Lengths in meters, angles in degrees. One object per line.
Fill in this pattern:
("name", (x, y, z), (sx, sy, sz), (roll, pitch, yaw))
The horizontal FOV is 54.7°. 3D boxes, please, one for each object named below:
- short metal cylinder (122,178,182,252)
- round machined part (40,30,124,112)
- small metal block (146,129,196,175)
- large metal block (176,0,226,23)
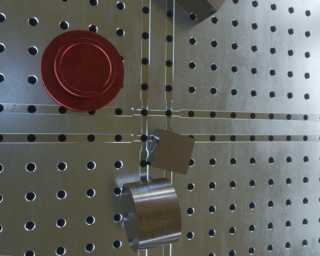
("short metal cylinder", (-0.013, 0.104, 0.379), (0.050, 0.080, 0.079), (-5, 92, -20))
("round machined part", (-0.091, -0.069, 0.370), (0.099, 0.042, 0.097), (0, 90, -20))
("small metal block", (0.015, 0.032, 0.418), (0.050, 0.025, 0.050), (17, 84, -19))
("large metal block", (0.058, -0.207, 0.420), (0.080, 0.050, 0.080), (38, 78, -16))
